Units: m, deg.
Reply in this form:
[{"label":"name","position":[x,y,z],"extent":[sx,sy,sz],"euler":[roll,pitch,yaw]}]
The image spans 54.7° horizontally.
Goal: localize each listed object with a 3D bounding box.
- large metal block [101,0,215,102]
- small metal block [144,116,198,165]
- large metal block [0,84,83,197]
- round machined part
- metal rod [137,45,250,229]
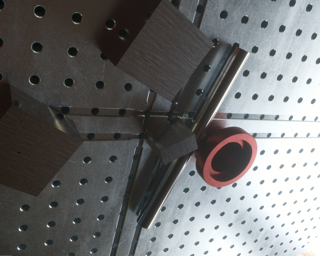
[{"label":"large metal block","position":[-0.002,-0.088,0.339],"extent":[0.080,0.050,0.080],"euler":[29,102,-38]},{"label":"small metal block","position":[0.014,0.016,0.413],"extent":[0.050,0.050,0.025],"euler":[-25,128,-13]},{"label":"large metal block","position":[-0.144,0.015,0.326],"extent":[0.080,0.050,0.080],"euler":[-49,129,6]},{"label":"round machined part","position":[0.097,0.040,0.478],"extent":[0.099,0.042,0.097],"euler":[-14,124,-21]},{"label":"metal rod","position":[0.041,0.024,0.447],"extent":[0.025,0.025,0.298],"euler":[16,110,-35]}]
